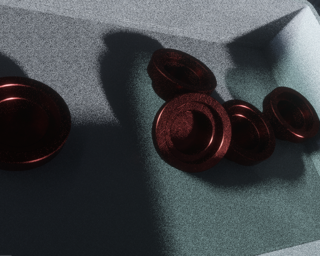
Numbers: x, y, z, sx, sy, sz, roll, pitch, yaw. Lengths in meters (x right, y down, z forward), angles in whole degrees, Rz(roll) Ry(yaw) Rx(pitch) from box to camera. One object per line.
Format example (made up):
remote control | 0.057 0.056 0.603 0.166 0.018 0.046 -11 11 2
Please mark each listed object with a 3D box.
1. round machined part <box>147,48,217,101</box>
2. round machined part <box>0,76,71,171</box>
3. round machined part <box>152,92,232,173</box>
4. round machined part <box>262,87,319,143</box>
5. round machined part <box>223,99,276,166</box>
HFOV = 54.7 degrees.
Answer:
round machined part | 0.027 -0.067 0.440 0.099 0.042 0.098 17 39 -14
round machined part | -0.145 -0.001 0.317 0.099 0.042 0.098 14 56 -21
round machined part | 0.037 0.005 0.393 0.099 0.042 0.097 0 91 -16
round machined part | 0.211 -0.018 0.518 0.099 0.042 0.098 13 57 -20
round machined part | 0.114 0.010 0.450 0.099 0.042 0.098 14 56 -21
